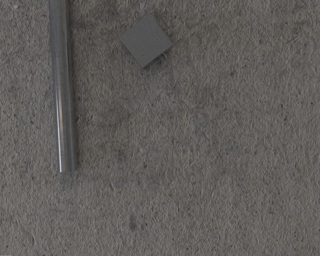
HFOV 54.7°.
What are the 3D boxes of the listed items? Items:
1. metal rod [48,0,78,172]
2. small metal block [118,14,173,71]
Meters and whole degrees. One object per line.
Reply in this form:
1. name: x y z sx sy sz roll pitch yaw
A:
1. metal rod: -0.130 -0.093 0.408 0.025 0.025 0.298 -3 90 0
2. small metal block: -0.018 -0.112 0.410 0.050 0.025 0.050 -38 90 0
